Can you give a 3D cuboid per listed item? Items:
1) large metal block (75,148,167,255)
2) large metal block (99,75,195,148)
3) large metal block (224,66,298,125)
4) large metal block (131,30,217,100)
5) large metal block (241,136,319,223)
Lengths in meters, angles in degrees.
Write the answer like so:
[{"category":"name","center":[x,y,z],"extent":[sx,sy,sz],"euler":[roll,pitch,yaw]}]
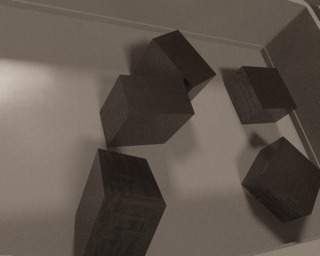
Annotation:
[{"category":"large metal block","center":[-0.041,0.076,0.282],"extent":[0.050,0.079,0.080],"euler":[15,17,-20]},{"category":"large metal block","center":[-0.019,-0.018,0.373],"extent":[0.081,0.080,0.050],"euler":[-2,63,-30]},{"category":"large metal block","center":[0.166,-0.054,0.515],"extent":[0.081,0.050,0.080],"euler":[-3,64,-30]},{"category":"large metal block","center":[0.015,-0.072,0.424],"extent":[0.050,0.080,0.080],"euler":[-33,80,-38]},{"category":"large metal block","center":[0.176,0.073,0.443],"extent":[0.080,0.050,0.080],"euler":[43,51,1]}]
